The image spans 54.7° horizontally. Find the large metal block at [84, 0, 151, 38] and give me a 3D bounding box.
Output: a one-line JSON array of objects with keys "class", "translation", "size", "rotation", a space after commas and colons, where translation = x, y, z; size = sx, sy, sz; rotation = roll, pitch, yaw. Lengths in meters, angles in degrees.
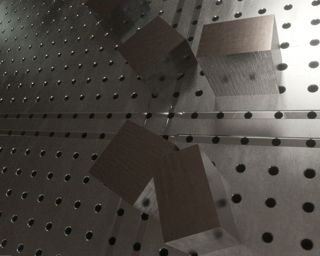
[{"class": "large metal block", "translation": [-0.078, -0.223, 0.568], "size": [0.080, 0.050, 0.080], "rotation": [-44, 51, -3]}]

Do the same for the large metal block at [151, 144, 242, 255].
[{"class": "large metal block", "translation": [0.036, 0.074, 0.308], "size": [0.050, 0.080, 0.080], "rotation": [-22, 54, 15]}]

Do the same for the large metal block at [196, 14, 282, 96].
[{"class": "large metal block", "translation": [0.098, -0.082, 0.371], "size": [0.080, 0.080, 0.050], "rotation": [0, 62, 28]}]

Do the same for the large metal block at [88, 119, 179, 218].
[{"class": "large metal block", "translation": [-0.024, 0.047, 0.375], "size": [0.080, 0.050, 0.080], "rotation": [27, 76, 37]}]

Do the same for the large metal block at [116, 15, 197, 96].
[{"class": "large metal block", "translation": [-0.005, -0.108, 0.460], "size": [0.080, 0.050, 0.080], "rotation": [-38, 51, 2]}]
